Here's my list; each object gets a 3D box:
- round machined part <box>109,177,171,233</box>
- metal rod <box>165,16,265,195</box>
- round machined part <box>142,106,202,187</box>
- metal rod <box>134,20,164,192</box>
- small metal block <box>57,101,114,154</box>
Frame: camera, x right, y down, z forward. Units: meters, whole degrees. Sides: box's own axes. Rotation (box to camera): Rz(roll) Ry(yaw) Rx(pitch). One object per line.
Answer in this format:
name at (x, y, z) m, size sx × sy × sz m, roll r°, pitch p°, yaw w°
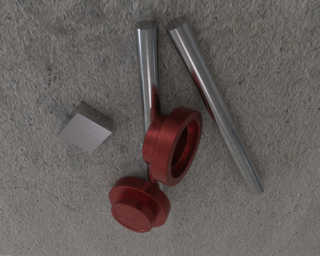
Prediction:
round machined part at (-0.036, 0.125, 0.481) m, size 0.098 × 0.042 × 0.097 m, roll 14°, pitch 133°, yaw 16°
metal rod at (0.085, -0.006, 0.403) m, size 0.025 × 0.025 × 0.299 m, roll -21°, pitch 127°, yaw 17°
round machined part at (0.013, 0.020, 0.386) m, size 0.042 × 0.098 × 0.097 m, roll 19°, pitch 135°, yaw 24°
metal rod at (-0.009, 0.008, 0.413) m, size 0.025 × 0.025 × 0.298 m, roll -2°, pitch 130°, yaw 1°
small metal block at (-0.097, 0.000, 0.406) m, size 0.050 × 0.025 × 0.050 m, roll 33°, pitch 123°, yaw -25°
